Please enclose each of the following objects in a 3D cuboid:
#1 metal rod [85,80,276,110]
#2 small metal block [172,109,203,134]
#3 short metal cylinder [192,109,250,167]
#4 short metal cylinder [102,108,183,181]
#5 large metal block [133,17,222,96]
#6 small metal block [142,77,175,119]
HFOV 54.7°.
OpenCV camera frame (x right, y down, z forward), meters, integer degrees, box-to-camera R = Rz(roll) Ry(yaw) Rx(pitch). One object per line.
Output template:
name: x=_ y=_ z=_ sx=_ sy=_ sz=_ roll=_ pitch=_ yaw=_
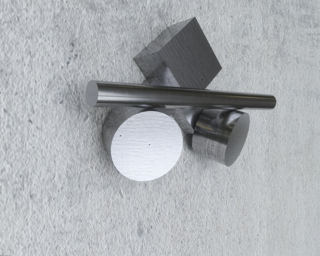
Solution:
metal rod: x=0.053 y=-0.036 z=0.383 sx=0.302 sy=0.025 sz=0.025 roll=-2 pitch=92 yaw=-40
small metal block: x=0.044 y=-0.027 z=0.442 sx=0.050 sy=0.025 sz=0.050 roll=-51 pitch=120 yaw=-28
short metal cylinder: x=0.089 y=0.009 z=0.446 sx=0.081 sy=0.050 sz=0.079 roll=-36 pitch=137 yaw=-43
short metal cylinder: x=-0.021 y=0.013 z=0.353 sx=0.081 sy=0.050 sz=0.079 roll=-6 pitch=109 yaw=-19
large metal block: x=0.026 y=-0.085 z=0.408 sx=0.080 sy=0.050 sz=0.080 roll=-50 pitch=120 yaw=-28
small metal block: x=-0.012 y=-0.029 z=0.396 sx=0.050 sy=0.025 sz=0.050 roll=-51 pitch=120 yaw=-29
